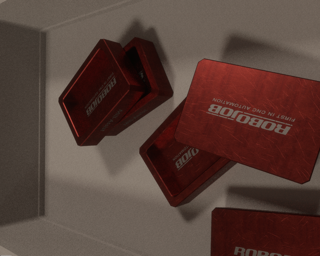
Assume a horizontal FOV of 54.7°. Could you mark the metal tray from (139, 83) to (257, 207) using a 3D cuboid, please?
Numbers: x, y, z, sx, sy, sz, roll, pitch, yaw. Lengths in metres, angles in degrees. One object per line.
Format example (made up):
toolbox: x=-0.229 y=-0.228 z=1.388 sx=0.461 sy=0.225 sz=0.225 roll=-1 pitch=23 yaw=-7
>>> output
metal tray: x=0.040 y=0.022 z=0.368 sx=0.129 sy=0.030 sz=0.090 roll=-47 pitch=62 yaw=29

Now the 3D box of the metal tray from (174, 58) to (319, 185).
metal tray: x=0.088 y=-0.010 z=0.300 sx=0.130 sy=0.030 sz=0.090 roll=18 pitch=89 yaw=25

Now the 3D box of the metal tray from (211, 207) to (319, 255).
metal tray: x=0.113 y=0.127 z=0.298 sx=0.130 sy=0.030 sz=0.090 roll=-6 pitch=74 yaw=39

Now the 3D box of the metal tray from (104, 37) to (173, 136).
metal tray: x=-0.051 y=-0.054 z=0.442 sx=0.130 sy=0.030 sz=0.090 roll=-32 pitch=70 yaw=35

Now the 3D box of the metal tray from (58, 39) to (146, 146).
metal tray: x=-0.086 y=-0.046 z=0.431 sx=0.129 sy=0.030 sz=0.090 roll=-44 pitch=64 yaw=31
